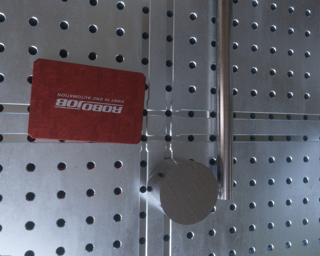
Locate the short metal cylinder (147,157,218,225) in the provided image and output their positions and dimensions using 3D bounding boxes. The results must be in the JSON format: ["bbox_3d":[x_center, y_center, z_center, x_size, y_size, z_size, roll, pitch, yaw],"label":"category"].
[{"bbox_3d":[0.029,0.081,0.410,0.081,0.050,0.080,0,90,-20],"label":"short metal cylinder"}]

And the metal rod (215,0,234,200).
[{"bbox_3d":[0.093,-0.049,0.446,0.025,0.025,0.298,0,90,-20],"label":"metal rod"}]

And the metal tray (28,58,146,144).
[{"bbox_3d":[-0.087,-0.029,0.378,0.131,0.030,0.089,5,89,-20],"label":"metal tray"}]
